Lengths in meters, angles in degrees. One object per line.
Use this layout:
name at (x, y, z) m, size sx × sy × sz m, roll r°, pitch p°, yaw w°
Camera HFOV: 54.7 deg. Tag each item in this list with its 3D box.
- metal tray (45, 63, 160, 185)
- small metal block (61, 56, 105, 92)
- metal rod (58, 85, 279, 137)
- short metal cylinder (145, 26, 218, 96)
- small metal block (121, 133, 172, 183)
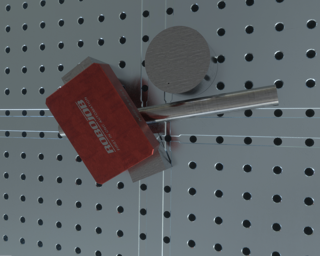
metal tray at (-0.073, -0.005, 0.393) m, size 0.090 × 0.030 × 0.130 m, roll -32°, pitch 91°, yaw 17°
small metal block at (-0.099, -0.070, 0.432) m, size 0.050 × 0.050 × 0.025 m, roll -33°, pitch 80°, yaw 17°
metal rod at (-0.003, -0.019, 0.413) m, size 0.301 × 0.025 × 0.025 m, roll -8°, pitch 87°, yaw 19°
short metal cylinder at (0.028, -0.081, 0.388) m, size 0.080 × 0.050 × 0.079 m, roll 0°, pitch 90°, yaw 19°
small metal block at (-0.019, 0.040, 0.417) m, size 0.050 × 0.025 × 0.050 m, roll -25°, pitch 82°, yaw 18°
